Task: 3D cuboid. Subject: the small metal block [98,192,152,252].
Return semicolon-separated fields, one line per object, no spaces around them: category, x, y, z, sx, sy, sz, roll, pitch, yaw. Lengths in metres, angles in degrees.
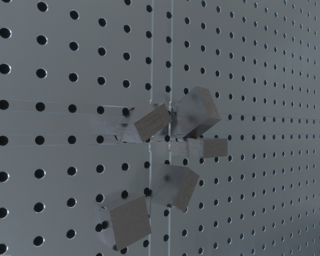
small metal block;-0.041;0.111;0.374;0.050;0.025;0.050;-16;100;-39

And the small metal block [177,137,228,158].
small metal block;0.060;0.027;0.442;0.050;0.050;0.025;0;91;-40

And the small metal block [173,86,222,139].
small metal block;0.049;-0.020;0.420;0.025;0.050;0.050;7;54;-40

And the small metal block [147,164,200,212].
small metal block;0.017;0.077;0.406;0.025;0.050;0.050;39;66;-33

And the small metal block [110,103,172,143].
small metal block;-0.023;-0.007;0.373;0.050;0.050;0.025;-36;113;-34
